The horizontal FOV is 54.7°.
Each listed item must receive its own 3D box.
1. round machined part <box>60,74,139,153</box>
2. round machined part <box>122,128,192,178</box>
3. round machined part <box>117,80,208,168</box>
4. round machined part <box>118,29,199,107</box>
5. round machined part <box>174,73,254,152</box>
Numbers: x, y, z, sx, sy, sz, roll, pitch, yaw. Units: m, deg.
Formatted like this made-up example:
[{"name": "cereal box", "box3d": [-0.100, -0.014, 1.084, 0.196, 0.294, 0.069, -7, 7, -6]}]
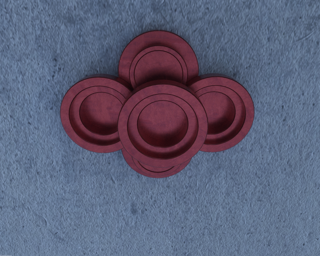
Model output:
[{"name": "round machined part", "box3d": [-0.071, -0.021, 0.393, 0.099, 0.042, 0.097, 0, 110, -1]}, {"name": "round machined part", "box3d": [-0.003, 0.024, 0.411, 0.099, 0.042, 0.097, 0, 110, -1]}, {"name": "round machined part", "box3d": [0.003, -0.007, 0.354, 0.099, 0.042, 0.097, 0, 111, -1]}, {"name": "round machined part", "box3d": [-0.002, -0.068, 0.377, 0.099, 0.042, 0.097, 0, 110, -1]}, {"name": "round machined part", "box3d": [0.065, -0.022, 0.395, 0.099, 0.042, 0.097, 0, 110, -1]}]
